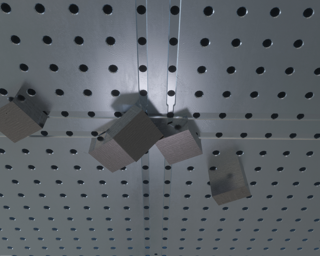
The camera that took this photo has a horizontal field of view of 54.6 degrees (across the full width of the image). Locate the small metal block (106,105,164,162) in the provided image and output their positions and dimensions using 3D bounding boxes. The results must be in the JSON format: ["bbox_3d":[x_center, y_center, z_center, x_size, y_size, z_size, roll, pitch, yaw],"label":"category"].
[{"bbox_3d":[-0.032,0.007,0.401,0.050,0.025,0.050,-45,124,-9],"label":"small metal block"}]

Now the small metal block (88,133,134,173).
[{"bbox_3d":[-0.063,0.031,0.437,0.050,0.025,0.050,-28,125,22],"label":"small metal block"}]

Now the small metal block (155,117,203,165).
[{"bbox_3d":[0.025,0.019,0.428,0.050,0.025,0.050,-21,127,16],"label":"small metal block"}]

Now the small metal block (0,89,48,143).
[{"bbox_3d":[-0.184,-0.014,0.398,0.050,0.025,0.050,-24,126,19],"label":"small metal block"}]

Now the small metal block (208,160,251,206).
[{"bbox_3d":[0.103,0.082,0.465,0.050,0.050,0.025,-23,126,18],"label":"small metal block"}]
